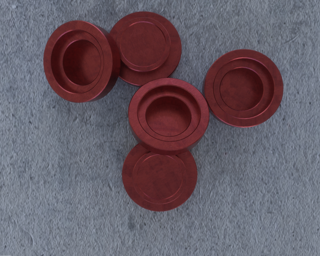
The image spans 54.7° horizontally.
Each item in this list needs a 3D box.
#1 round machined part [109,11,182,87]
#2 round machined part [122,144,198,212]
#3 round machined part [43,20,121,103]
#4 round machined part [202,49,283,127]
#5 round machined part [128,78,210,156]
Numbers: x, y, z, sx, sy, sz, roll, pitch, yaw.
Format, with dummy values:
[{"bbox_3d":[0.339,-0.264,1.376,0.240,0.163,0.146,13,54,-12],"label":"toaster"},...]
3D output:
[{"bbox_3d":[-0.021,-0.104,0.402,0.099,0.042,0.097,0,90,-1],"label":"round machined part"},{"bbox_3d":[0.000,0.060,0.402,0.099,0.042,0.097,0,90,-1],"label":"round machined part"},{"bbox_3d":[-0.093,-0.082,0.391,0.098,0.042,0.097,3,98,20],"label":"round machined part"},{"bbox_3d":[0.104,-0.050,0.404,0.099,0.042,0.097,0,90,-1],"label":"round machined part"},{"bbox_3d":[0.010,-0.011,0.392,0.099,0.042,0.098,1,67,-3],"label":"round machined part"}]
